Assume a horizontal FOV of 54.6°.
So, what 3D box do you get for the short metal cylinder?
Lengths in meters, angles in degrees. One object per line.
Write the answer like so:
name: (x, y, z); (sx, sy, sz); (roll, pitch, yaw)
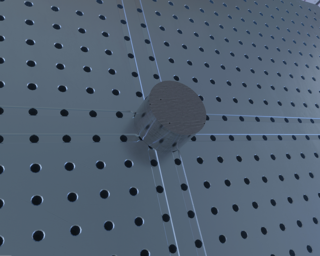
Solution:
short metal cylinder: (0.013, -0.015, 0.408); (0.081, 0.050, 0.080); (13, 56, -21)
